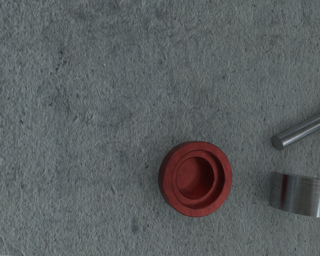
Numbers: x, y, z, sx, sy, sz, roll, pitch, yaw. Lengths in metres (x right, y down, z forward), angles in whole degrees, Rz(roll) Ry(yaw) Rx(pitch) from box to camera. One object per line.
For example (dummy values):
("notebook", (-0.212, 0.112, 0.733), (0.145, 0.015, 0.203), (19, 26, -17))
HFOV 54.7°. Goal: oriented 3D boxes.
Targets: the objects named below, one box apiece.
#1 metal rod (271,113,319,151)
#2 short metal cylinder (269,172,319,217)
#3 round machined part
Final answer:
("metal rod", (0.311, -0.033, 0.523), (0.302, 0.025, 0.025), (-23, 98, -19))
("short metal cylinder", (0.205, 0.096, 0.456), (0.081, 0.080, 0.050), (9, 87, -20))
("round machined part", (0.043, 0.066, 0.416), (0.099, 0.042, 0.097), (0, 90, -20))
